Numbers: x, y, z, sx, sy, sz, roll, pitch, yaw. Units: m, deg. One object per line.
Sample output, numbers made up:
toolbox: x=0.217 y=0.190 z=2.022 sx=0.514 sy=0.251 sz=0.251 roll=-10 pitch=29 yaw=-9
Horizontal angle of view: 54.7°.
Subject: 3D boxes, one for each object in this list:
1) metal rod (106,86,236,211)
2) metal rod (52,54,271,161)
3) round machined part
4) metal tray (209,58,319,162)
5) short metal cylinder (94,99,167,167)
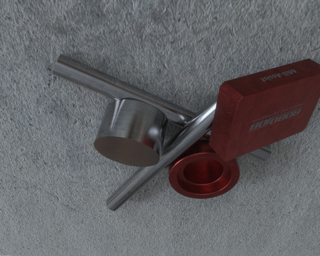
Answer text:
metal rod: x=0.003 y=0.042 z=0.422 sx=0.025 sy=0.025 sz=0.298 roll=26 pitch=132 yaw=-21
metal rod: x=0.017 y=-0.018 z=0.394 sx=0.302 sy=0.025 sz=0.025 roll=22 pitch=127 yaw=-18
round machined part: x=0.061 y=0.055 z=0.445 sx=0.099 sy=0.042 sz=0.097 roll=0 pitch=130 yaw=0
metal tray: x=0.123 y=-0.021 z=0.352 sx=0.131 sy=0.030 sz=0.089 roll=-17 pitch=134 yaw=-23
short metal cylinder: x=-0.035 y=0.008 z=0.382 sx=0.080 sy=0.050 sz=0.080 roll=10 pitch=151 yaw=6
